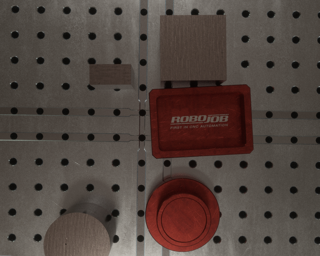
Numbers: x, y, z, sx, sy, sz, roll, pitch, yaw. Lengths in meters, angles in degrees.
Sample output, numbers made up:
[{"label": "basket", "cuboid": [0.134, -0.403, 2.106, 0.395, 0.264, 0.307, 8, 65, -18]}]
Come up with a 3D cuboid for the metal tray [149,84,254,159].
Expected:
[{"label": "metal tray", "cuboid": [0.053, -0.009, 0.411, 0.131, 0.030, 0.089, -3, 90, -1]}]

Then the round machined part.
[{"label": "round machined part", "cuboid": [0.030, 0.114, 0.405, 0.099, 0.042, 0.097, 0, 90, -1]}]

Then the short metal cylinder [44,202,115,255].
[{"label": "short metal cylinder", "cuboid": [-0.101, 0.142, 0.400, 0.081, 0.050, 0.079, 0, 90, -1]}]

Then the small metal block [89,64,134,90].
[{"label": "small metal block", "cuboid": [-0.060, -0.065, 0.400, 0.050, 0.050, 0.025, 0, 90, -1]}]

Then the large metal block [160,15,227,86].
[{"label": "large metal block", "cuboid": [0.041, -0.098, 0.401, 0.081, 0.050, 0.079, -1, 90, -1]}]
